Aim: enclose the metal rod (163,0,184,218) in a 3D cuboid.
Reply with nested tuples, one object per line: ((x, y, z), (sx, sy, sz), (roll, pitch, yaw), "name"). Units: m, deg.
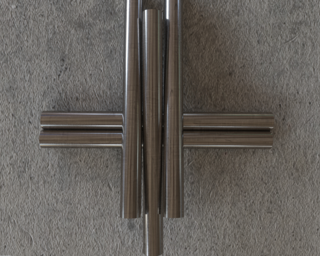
((0.017, -0.042, 0.390), (0.025, 0.025, 0.298), (0, 82, -1), "metal rod")

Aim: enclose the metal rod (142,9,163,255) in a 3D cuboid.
((-0.009, 0.005, 0.385), (0.025, 0.025, 0.298), (0, 90, -1), "metal rod")

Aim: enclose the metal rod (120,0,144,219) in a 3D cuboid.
((-0.034, -0.042, 0.390), (0.025, 0.025, 0.298), (0, 82, -1), "metal rod")

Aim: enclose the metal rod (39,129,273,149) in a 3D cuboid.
((-0.004, 0.015, 0.412), (0.302, 0.025, 0.025), (0, 90, -1), "metal rod")

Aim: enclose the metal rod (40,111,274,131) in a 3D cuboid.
((-0.003, -0.010, 0.412), (0.302, 0.025, 0.025), (0, 90, -1), "metal rod")
